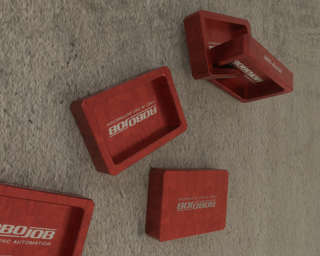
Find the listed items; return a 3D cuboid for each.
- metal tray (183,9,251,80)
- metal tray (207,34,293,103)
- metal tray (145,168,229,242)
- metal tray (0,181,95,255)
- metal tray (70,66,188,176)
[{"bbox_3d":[0.095,-0.121,0.467,0.131,0.030,0.089,-10,92,-44],"label":"metal tray"},{"bbox_3d":[0.129,-0.083,0.466,0.131,0.090,0.030,23,66,-38],"label":"metal tray"},{"bbox_3d":[0.042,0.103,0.437,0.131,0.030,0.089,7,86,-40],"label":"metal tray"},{"bbox_3d":[-0.134,0.100,0.288,0.131,0.030,0.090,22,76,-38],"label":"metal tray"},{"bbox_3d":[-0.031,-0.013,0.375,0.131,0.030,0.090,-30,109,-36],"label":"metal tray"}]
